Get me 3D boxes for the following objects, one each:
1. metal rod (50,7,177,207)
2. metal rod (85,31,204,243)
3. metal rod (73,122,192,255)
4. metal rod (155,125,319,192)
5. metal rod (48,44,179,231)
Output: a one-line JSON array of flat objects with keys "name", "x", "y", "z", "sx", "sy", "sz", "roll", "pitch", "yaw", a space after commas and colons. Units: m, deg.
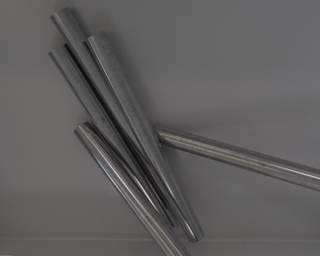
[{"name": "metal rod", "x": -0.045, "y": -0.012, "z": 0.406, "sx": 0.025, "sy": 0.025, "sz": 0.299, "roll": -27, "pitch": 108, "yaw": 9}, {"name": "metal rod", "x": -0.012, "y": 0.023, "z": 0.396, "sx": 0.025, "sy": 0.025, "sz": 0.299, "roll": -24, "pitch": 106, "yaw": 8}, {"name": "metal rod", "x": -0.011, "y": 0.114, "z": 0.385, "sx": 0.025, "sy": 0.025, "sz": 0.300, "roll": -42, "pitch": 79, "yaw": 14}, {"name": "metal rod", "x": 0.133, "y": 0.046, "z": 0.369, "sx": 0.301, "sy": 0.025, "sz": 0.025, "roll": 16, "pitch": 111, "yaw": 18}, {"name": "metal rod", "x": -0.054, "y": 0.027, "z": 0.420, "sx": 0.025, "sy": 0.025, "sz": 0.299, "roll": -27, "pitch": 108, "yaw": 9}]
